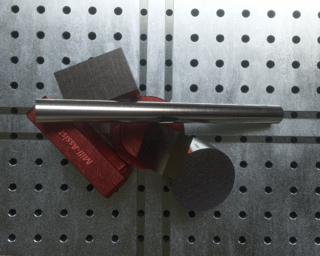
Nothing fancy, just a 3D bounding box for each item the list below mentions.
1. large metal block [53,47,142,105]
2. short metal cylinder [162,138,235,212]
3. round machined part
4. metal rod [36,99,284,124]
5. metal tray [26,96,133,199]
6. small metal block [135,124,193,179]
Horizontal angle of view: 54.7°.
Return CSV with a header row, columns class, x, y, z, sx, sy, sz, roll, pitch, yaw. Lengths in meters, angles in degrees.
class,x,y,z,sx,sy,sz,roll,pitch,yaw
large metal block,-0.072,-0.053,0.383,0.080,0.080,0.050,-21,90,0
short metal cylinder,0.046,0.057,0.389,0.081,0.050,0.079,-4,103,-15
round machined part,-0.017,0.006,0.407,0.099,0.042,0.097,0,90,-1
metal rod,0.016,-0.018,0.366,0.303,0.025,0.025,0,90,-20
metal tray,-0.092,0.021,0.379,0.030,0.090,0.130,-44,91,0
small metal block,0.004,0.025,0.357,0.025,0.050,0.050,23,87,-43
